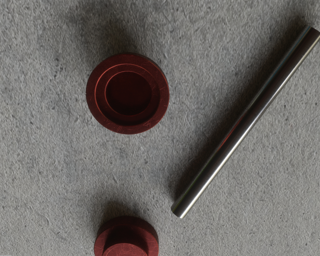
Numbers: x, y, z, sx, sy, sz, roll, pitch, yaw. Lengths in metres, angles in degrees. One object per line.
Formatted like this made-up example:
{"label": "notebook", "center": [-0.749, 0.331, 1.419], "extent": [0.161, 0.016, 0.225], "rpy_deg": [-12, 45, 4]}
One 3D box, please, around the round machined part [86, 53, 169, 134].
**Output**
{"label": "round machined part", "center": [-0.038, -0.045, 0.384], "extent": [0.099, 0.042, 0.097], "rpy_deg": [0, 110, 0]}

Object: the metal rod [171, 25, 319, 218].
{"label": "metal rod", "center": [0.104, 0.004, 0.411], "extent": [0.025, 0.025, 0.298], "rpy_deg": [30, 107, -11]}

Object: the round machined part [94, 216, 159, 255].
{"label": "round machined part", "center": [-0.051, 0.187, 0.469], "extent": [0.099, 0.042, 0.097], "rpy_deg": [0, 110, 0]}
